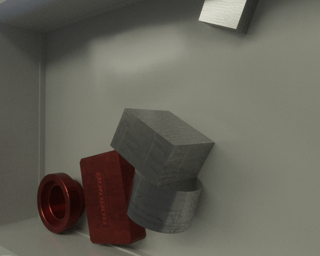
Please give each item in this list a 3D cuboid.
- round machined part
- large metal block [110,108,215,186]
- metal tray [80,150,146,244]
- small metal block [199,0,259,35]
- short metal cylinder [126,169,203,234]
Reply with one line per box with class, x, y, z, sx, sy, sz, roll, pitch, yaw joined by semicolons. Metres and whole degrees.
round machined part;-0.164;0.125;0.528;0.098;0.042;0.097;0;90;39
large metal block;0.003;0.019;0.367;0.080;0.081;0.050;37;113;33
metal tray;-0.073;0.102;0.461;0.090;0.030;0.129;-16;80;38
small metal block;0.077;-0.136;0.342;0.050;0.025;0.050;28;107;36
short metal cylinder;0.005;0.080;0.366;0.080;0.081;0.050;22;104;37
